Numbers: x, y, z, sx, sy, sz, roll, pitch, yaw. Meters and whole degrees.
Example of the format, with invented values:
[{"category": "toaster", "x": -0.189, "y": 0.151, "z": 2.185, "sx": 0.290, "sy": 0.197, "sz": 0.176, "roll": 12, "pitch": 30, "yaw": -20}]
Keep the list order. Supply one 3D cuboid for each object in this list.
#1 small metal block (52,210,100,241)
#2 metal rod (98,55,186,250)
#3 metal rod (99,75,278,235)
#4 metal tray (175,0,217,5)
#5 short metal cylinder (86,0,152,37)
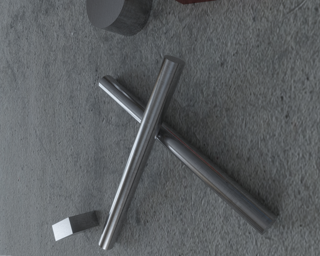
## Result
[{"category": "small metal block", "x": -0.135, "y": 0.157, "z": 0.497, "sx": 0.050, "sy": 0.050, "sz": 0.025, "roll": -32, "pitch": 70, "yaw": 35}, {"category": "metal rod", "x": -0.032, "y": 0.050, "z": 0.404, "sx": 0.025, "sy": 0.025, "sz": 0.298, "roll": 39, "pitch": 121, "yaw": 32}, {"category": "metal rod", "x": 0.014, "y": 0.015, "z": 0.391, "sx": 0.300, "sy": 0.025, "sz": 0.025, "roll": 41, "pitch": 115, "yaw": 32}, {"category": "metal tray", "x": 0.072, "y": -0.193, "z": 0.341, "sx": 0.130, "sy": 0.030, "sz": 0.089, "roll": 11, "pitch": 97, "yaw": 39}, {"category": "short metal cylinder", "x": -0.058, "y": -0.174, "z": 0.434, "sx": 0.080, "sy": 0.050, "sz": 0.079, "roll": 0, "pitch": 90, "yaw": 39}]
